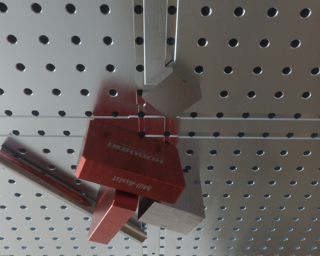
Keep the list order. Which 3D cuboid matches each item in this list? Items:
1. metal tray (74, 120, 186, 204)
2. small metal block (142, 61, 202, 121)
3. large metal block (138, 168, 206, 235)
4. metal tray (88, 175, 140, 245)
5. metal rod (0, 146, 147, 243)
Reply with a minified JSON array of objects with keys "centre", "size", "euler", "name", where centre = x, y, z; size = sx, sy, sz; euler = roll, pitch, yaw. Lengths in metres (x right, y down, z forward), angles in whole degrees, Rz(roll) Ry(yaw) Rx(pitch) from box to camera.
[{"centre":[-0.036,0.042,0.401],"size":[0.131,0.090,0.030],"euler":[19,117,-16],"name":"metal tray"},{"centre":[0.014,-0.044,0.375],"size":[0.050,0.025,0.050],"euler":[-37,121,27],"name":"small metal block"},{"centre":[0.016,0.102,0.463],"size":[0.080,0.080,0.050],"euler":[23,126,-19],"name":"large metal block"},{"centre":[-0.064,0.098,0.439],"size":[0.030,0.090,0.129],"euler":[19,136,-15],"name":"metal tray"},{"centre":[-0.133,0.121,0.512],"size":[0.025,0.025,0.301],"euler":[-34,123,25],"name":"metal rod"}]
